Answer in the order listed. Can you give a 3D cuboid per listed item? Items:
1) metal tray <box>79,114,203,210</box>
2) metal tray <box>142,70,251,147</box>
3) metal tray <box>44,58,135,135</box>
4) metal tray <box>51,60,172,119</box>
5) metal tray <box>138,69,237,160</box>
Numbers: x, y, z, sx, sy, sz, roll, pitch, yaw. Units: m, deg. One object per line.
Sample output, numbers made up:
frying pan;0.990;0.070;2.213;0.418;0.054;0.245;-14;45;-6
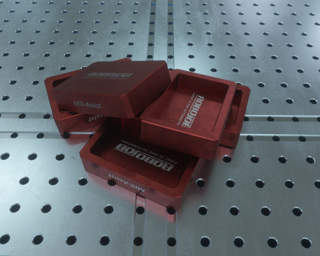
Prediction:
metal tray;-0.018;0.032;0.378;0.130;0.030;0.090;21;53;16
metal tray;0.051;-0.031;0.430;0.130;0.030;0.090;14;51;13
metal tray;-0.090;-0.050;0.445;0.131;0.030;0.090;-18;52;-14
metal tray;-0.063;-0.053;0.396;0.130;0.030;0.090;8;39;35
metal tray;0.039;-0.024;0.384;0.090;0.030;0.130;15;40;13
